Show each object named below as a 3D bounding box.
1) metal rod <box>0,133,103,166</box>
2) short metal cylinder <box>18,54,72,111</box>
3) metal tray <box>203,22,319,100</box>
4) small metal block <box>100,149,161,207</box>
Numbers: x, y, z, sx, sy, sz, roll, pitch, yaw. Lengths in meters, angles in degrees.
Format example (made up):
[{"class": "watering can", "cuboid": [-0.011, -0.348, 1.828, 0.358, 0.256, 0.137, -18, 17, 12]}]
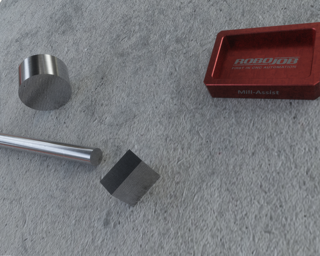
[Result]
[{"class": "metal rod", "cuboid": [-0.216, 0.026, 0.498, 0.300, 0.025, 0.025, 6, 65, 30]}, {"class": "short metal cylinder", "cuboid": [-0.190, -0.074, 0.511, 0.080, 0.080, 0.050, -29, 52, 10]}, {"class": "metal tray", "cuboid": [0.128, -0.082, 0.382, 0.130, 0.030, 0.090, 5, 64, 30]}, {"class": "small metal block", "cuboid": [-0.034, 0.060, 0.367, 0.050, 0.050, 0.025, -48, 52, -6]}]
